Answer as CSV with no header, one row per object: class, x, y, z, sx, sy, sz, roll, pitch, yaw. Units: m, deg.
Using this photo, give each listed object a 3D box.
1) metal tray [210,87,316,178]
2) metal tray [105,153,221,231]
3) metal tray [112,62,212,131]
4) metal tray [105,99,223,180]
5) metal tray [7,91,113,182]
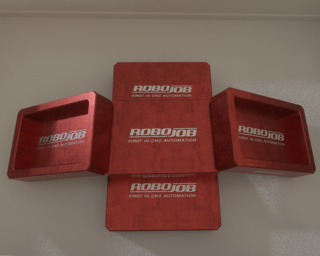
metal tray,0.124,0.009,0.369,0.131,0.030,0.090,9,68,-28
metal tray,0.004,0.078,0.375,0.131,0.030,0.090,0,70,-1
metal tray,0.003,-0.043,0.420,0.131,0.030,0.090,0,70,-1
metal tray,0.004,0.013,0.368,0.131,0.030,0.090,-1,70,-1
metal tray,-0.120,0.014,0.367,0.130,0.030,0.090,-9,69,28
